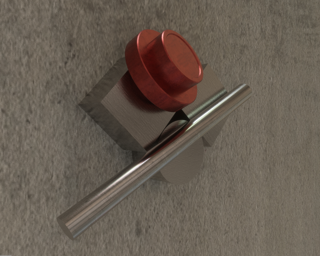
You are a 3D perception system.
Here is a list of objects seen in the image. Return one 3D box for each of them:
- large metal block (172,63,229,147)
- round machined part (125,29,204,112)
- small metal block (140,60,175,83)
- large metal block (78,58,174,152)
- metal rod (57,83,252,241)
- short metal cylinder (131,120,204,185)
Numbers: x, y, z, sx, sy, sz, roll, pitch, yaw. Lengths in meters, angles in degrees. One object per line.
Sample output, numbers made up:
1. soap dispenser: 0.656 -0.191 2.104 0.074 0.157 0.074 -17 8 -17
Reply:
1. large metal block: 0.051 -0.031 0.435 0.080 0.050 0.080 49 61 -29
2. round machined part: 0.012 -0.070 0.349 0.098 0.042 0.098 32 42 -34
3. small metal block: 0.002 -0.069 0.408 0.050 0.025 0.050 50 60 -29
4. large metal block: -0.032 -0.029 0.363 0.080 0.050 0.080 50 60 -29
5. metal rod: 0.019 0.018 0.358 0.302 0.025 0.025 -35 112 -35
6. short metal cylinder: 0.011 0.030 0.400 0.081 0.050 0.079 0 90 -40
